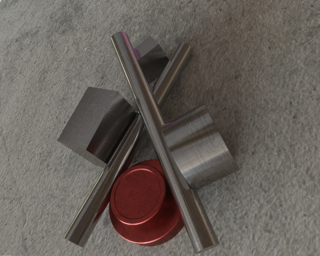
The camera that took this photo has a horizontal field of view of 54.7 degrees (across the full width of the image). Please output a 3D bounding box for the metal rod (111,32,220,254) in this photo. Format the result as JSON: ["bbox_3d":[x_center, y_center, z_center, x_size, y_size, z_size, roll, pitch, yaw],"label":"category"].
[{"bbox_3d":[-0.006,-0.006,0.367,0.025,0.025,0.299,-29,61,10],"label":"metal rod"}]

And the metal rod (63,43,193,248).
[{"bbox_3d":[-0.028,0.004,0.397,0.025,0.025,0.300,12,62,33],"label":"metal rod"}]

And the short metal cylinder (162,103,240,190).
[{"bbox_3d":[0.044,0.020,0.334,0.050,0.080,0.080,-28,52,10],"label":"short metal cylinder"}]

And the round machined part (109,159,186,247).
[{"bbox_3d":[-0.017,0.081,0.353,0.098,0.042,0.098,-13,56,20],"label":"round machined part"}]

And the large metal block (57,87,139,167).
[{"bbox_3d":[-0.071,0.004,0.403,0.050,0.080,0.080,12,68,33],"label":"large metal block"}]

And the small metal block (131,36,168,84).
[{"bbox_3d":[-0.017,-0.097,0.456,0.050,0.050,0.025,-38,51,2],"label":"small metal block"}]
